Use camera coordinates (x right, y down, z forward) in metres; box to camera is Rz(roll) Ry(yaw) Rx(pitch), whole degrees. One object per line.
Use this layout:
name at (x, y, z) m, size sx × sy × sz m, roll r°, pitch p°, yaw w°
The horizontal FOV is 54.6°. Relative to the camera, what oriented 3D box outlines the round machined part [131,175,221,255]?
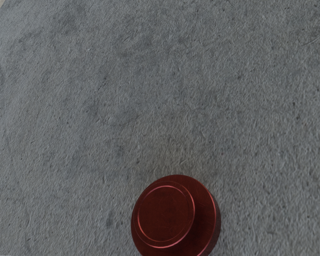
round machined part at (0.011, 0.095, 0.329) m, size 0.098 × 0.042 × 0.098 m, roll -13°, pitch 56°, yaw 21°
